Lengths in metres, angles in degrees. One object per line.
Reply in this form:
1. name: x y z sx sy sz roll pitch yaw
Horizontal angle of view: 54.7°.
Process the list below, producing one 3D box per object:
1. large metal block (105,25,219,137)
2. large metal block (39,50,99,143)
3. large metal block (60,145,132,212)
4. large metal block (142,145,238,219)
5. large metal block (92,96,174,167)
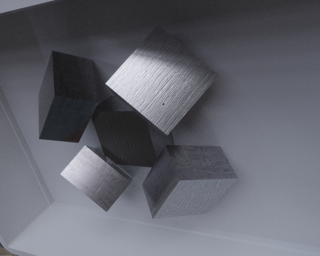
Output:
1. large metal block: 0.002 -0.047 0.334 0.080 0.050 0.080 40 86 1
2. large metal block: -0.122 -0.039 0.401 0.050 0.080 0.080 8 136 -30
3. large metal block: -0.088 0.072 0.455 0.080 0.050 0.080 39 173 1
4. large metal block: 0.034 0.067 0.386 0.081 0.050 0.079 3 134 -28
5. large metal block: -0.035 0.003 0.409 0.080 0.050 0.080 1 119 28
